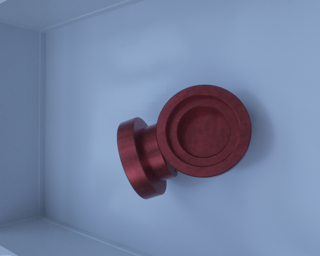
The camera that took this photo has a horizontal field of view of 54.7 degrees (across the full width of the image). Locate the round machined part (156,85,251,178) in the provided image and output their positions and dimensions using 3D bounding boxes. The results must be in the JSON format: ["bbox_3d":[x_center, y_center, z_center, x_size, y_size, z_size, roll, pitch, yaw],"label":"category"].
[{"bbox_3d":[0.048,0.005,0.338,0.098,0.042,0.098,-3,79,14],"label":"round machined part"}]

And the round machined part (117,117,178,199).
[{"bbox_3d":[-0.010,0.032,0.373,0.042,0.098,0.098,-20,76,12],"label":"round machined part"}]
